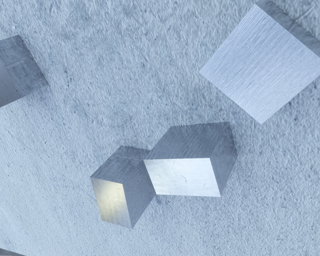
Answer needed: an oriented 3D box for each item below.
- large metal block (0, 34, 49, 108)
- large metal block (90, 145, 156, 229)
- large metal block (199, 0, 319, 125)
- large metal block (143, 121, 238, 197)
[{"bbox_3d":[-0.229,-0.081,0.461,0.080,0.050,0.080,-14,111,34],"label":"large metal block"},{"bbox_3d":[-0.049,0.083,0.448,0.050,0.080,0.079,7,122,24],"label":"large metal block"},{"bbox_3d":[0.099,-0.065,0.298,0.080,0.050,0.080,40,129,0],"label":"large metal block"},{"bbox_3d":[0.040,0.036,0.372,0.080,0.080,0.050,-5,116,30],"label":"large metal block"}]
